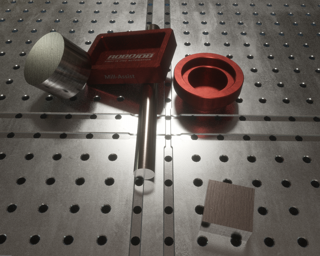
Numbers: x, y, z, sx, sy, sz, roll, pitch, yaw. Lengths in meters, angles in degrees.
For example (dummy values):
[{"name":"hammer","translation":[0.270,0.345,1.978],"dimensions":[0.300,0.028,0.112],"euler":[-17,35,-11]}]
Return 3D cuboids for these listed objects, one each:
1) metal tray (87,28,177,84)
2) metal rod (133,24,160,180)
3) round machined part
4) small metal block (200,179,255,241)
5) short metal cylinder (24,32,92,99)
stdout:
[{"name":"metal tray","translation":[-0.048,-0.109,0.471],"dimensions":[0.130,0.030,0.090],"euler":[2,52,20]},{"name":"metal rod","translation":[-0.015,-0.061,0.458],"dimensions":[0.025,0.025,0.300],"euler":[1,50,0]},{"name":"round machined part","translation":[0.068,-0.063,0.451],"dimensions":[0.099,0.042,0.098],"euler":[0,50,0]},{"name":"small metal block","translation":[0.073,0.088,0.335],"dimensions":[0.050,0.025,0.050],"euler":[11,51,8]},{"name":"short metal cylinder","translation":[-0.144,-0.087,0.438],"dimensions":[0.080,0.050,0.080],"euler":[-12,66,30]}]
